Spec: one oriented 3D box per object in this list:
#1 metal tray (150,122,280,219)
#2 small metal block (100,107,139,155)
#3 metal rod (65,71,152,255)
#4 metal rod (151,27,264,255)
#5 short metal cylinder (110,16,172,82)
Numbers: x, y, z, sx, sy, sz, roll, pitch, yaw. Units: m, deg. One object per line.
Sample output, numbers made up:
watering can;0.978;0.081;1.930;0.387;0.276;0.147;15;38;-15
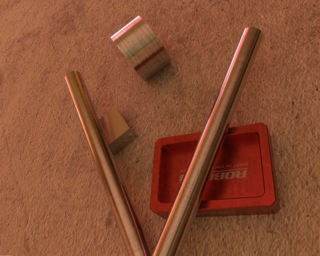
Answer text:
metal tray;0.057;0.049;0.340;0.130;0.030;0.090;-10;57;23
small metal block;-0.066;0.007;0.435;0.050;0.025;0.050;-39;51;2
metal rod;-0.069;0.040;0.388;0.025;0.025;0.299;-32;60;8
metal rod;0.053;0.016;0.326;0.025;0.025;0.300;12;67;33
short metal cylinder;-0.027;-0.115;0.454;0.050;0.080;0.080;-37;51;4
